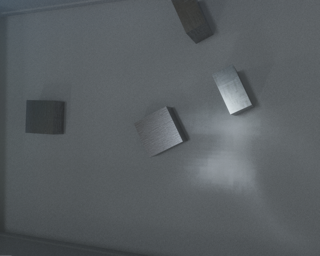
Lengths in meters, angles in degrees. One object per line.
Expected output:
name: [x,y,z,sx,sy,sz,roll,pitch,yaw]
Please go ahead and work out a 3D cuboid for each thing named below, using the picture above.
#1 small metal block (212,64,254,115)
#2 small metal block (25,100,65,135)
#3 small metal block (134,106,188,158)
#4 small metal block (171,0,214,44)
small metal block: [0.088,-0.043,0.366,0.025,0.050,0.050,-26,82,18]
small metal block: [-0.175,-0.016,0.472,0.050,0.025,0.050,3,91,20]
small metal block: [0.001,0.005,0.410,0.050,0.025,0.050,-28,81,18]
small metal block: [0.040,-0.138,0.383,0.025,0.050,0.050,-25,82,18]
